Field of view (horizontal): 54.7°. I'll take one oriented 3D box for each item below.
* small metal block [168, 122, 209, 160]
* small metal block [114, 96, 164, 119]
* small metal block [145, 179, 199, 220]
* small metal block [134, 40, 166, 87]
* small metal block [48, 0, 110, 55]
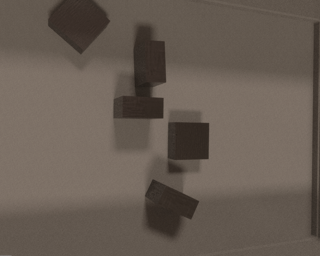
[{"bbox_3d":[0.039,0.017,0.426,0.050,0.025,0.050,1,90,-21],"label":"small metal block"},{"bbox_3d":[-0.028,-0.024,0.388,0.050,0.050,0.025,1,90,-20],"label":"small metal block"},{"bbox_3d":[0.015,0.092,0.404,0.050,0.050,0.025,28,81,-18],"label":"small metal block"},{"bbox_3d":[-0.014,-0.080,0.393,0.025,0.050,0.050,-3,91,-20],"label":"small metal block"},{"bbox_3d":[-0.098,-0.127,0.375,0.050,0.025,0.050,42,77,-16],"label":"small metal block"}]
